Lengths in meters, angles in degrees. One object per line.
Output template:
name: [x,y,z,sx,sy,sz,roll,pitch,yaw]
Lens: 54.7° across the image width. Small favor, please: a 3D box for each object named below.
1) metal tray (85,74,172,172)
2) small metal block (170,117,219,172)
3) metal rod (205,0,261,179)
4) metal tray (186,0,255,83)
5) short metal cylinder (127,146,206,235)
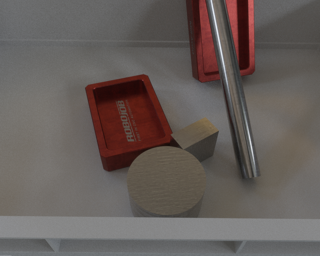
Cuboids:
metal tray: [-0.043,-0.013,0.411,0.091,0.030,0.130,-13,51,-11]
small metal block: [0.040,0.021,0.372,0.050,0.050,0.025,-26,55,-21]
metal rod: [0.083,-0.088,0.386,0.025,0.025,0.298,-7,80,-7]
metal tray: [0.090,-0.139,0.456,0.091,0.129,0.030,-11,21,-8]
short metal cylinder: [0.007,0.066,0.333,0.081,0.050,0.080,0,50,0]
